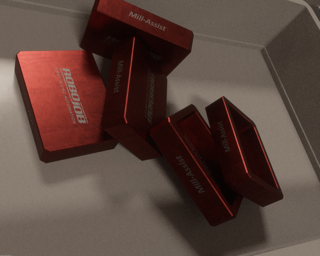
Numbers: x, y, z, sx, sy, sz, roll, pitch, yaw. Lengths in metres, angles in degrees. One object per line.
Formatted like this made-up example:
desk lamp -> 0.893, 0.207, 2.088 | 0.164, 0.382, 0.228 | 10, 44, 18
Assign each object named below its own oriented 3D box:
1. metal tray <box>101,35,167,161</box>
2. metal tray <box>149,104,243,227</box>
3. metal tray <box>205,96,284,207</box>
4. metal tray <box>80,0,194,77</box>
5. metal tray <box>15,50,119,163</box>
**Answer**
metal tray -> -0.025, -0.037, 0.380 | 0.090, 0.030, 0.130 | 47, 37, -48
metal tray -> 0.051, 0.039, 0.374 | 0.130, 0.030, 0.090 | 56, 28, 1
metal tray -> 0.109, 0.029, 0.409 | 0.090, 0.030, 0.130 | 32, 36, -37
metal tray -> -0.033, -0.118, 0.416 | 0.131, 0.090, 0.030 | 18, 67, -18
metal tray -> -0.108, -0.031, 0.364 | 0.091, 0.030, 0.130 | -11, 67, -33
